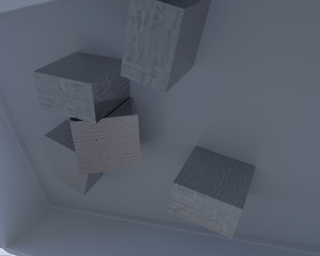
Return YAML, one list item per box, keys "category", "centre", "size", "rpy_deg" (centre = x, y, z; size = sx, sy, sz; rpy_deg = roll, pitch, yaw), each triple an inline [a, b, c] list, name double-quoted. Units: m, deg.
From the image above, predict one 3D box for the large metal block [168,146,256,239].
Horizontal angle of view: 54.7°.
- category: "large metal block"
  centre: [0.065, 0.075, 0.384]
  size: [0.080, 0.080, 0.050]
  rpy_deg: [19, 126, 17]

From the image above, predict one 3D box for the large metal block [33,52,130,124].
- category: "large metal block"
  centre: [-0.093, -0.054, 0.387]
  size: [0.080, 0.080, 0.050]
  rpy_deg: [14, 124, 20]

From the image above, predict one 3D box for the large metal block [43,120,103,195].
- category: "large metal block"
  centre: [-0.134, 0.046, 0.489]
  size: [0.080, 0.050, 0.079]
  rpy_deg: [27, 128, 11]

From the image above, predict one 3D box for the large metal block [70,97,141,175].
- category: "large metal block"
  centre: [-0.070, 0.010, 0.410]
  size: [0.081, 0.050, 0.079]
  rpy_deg: [-7, 121, -10]

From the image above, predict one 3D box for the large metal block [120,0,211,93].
- category: "large metal block"
  centre: [0.007, -0.093, 0.311]
  size: [0.050, 0.080, 0.079]
  rpy_deg: [23, 127, 14]
